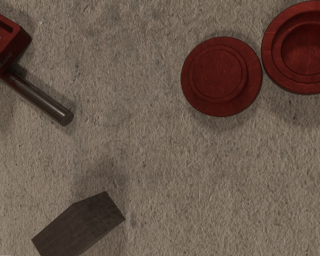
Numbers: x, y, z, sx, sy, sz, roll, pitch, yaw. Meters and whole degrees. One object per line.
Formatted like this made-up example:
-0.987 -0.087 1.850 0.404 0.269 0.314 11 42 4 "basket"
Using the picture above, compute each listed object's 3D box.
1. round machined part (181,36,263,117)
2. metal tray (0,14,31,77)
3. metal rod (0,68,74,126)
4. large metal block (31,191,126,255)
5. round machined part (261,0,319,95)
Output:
0.072 -0.062 0.374 0.098 0.042 0.097 0 90 19 "round machined part"
-0.276 -0.117 0.477 0.090 0.030 0.130 32 79 16 "metal tray"
-0.257 -0.092 0.497 0.300 0.025 0.025 33 101 16 "metal rod"
-0.106 0.136 0.416 0.080 0.080 0.050 -41 77 15 "large metal block"
0.164 -0.085 0.342 0.098 0.042 0.097 0 90 19 "round machined part"
